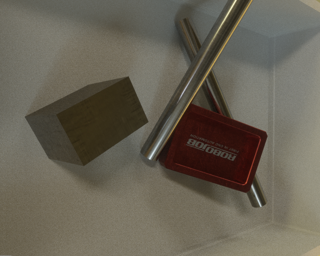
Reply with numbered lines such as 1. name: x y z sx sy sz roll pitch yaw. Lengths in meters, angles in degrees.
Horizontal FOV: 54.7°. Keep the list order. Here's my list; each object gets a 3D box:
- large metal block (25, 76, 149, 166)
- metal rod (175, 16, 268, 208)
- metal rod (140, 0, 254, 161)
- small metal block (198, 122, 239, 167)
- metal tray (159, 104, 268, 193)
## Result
1. large metal block: -0.074 -0.009 0.310 0.081 0.080 0.050 -36 113 -34
2. metal rod: 0.094 -0.017 0.459 0.025 0.025 0.299 -31 101 -36
3. metal rod: 0.060 -0.090 0.369 0.025 0.025 0.299 21 105 -39
4. small metal block: 0.093 0.025 0.488 0.050 0.025 0.050 -36 113 -34
5. metal tray: 0.074 0.028 0.426 0.131 0.030 0.090 19 88 -15
